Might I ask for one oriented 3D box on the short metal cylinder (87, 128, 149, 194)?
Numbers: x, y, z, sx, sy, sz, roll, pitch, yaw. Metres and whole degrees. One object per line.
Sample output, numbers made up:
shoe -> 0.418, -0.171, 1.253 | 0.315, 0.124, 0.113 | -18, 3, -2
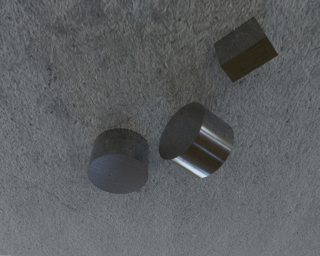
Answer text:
short metal cylinder -> -0.056, 0.047, 0.430 | 0.081, 0.050, 0.079 | 0, 130, 0

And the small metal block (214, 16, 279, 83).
small metal block -> 0.087, -0.082, 0.322 | 0.050, 0.050, 0.025 | -32, 123, 24

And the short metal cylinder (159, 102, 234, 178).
short metal cylinder -> 0.044, 0.015, 0.384 | 0.050, 0.080, 0.080 | 33, 123, -25
